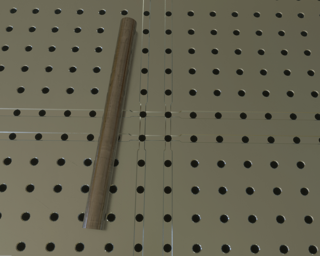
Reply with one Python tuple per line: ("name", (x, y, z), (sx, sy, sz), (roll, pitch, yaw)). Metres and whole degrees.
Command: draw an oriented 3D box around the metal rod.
("metal rod", (-0.063, -0.020, 0.418), (0.025, 0.025, 0.299), (6, 70, 2))
